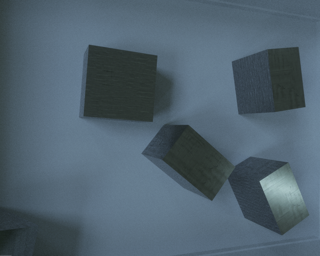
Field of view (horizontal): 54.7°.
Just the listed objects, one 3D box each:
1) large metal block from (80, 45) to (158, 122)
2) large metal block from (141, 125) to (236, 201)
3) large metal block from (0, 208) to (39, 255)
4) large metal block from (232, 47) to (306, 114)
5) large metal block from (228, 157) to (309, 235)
[{"bbox_3d":[-0.052,-0.050,0.378,0.081,0.050,0.080,4,89,-20],"label":"large metal block"},{"bbox_3d":[0.033,0.041,0.393,0.080,0.080,0.050,41,77,-16],"label":"large metal block"},{"bbox_3d":[-0.176,0.128,0.309,0.050,0.080,0.080,18,82,-58],"label":"large metal block"},{"bbox_3d":[0.150,-0.063,0.436,0.050,0.080,0.080,-9,93,-20],"label":"large metal block"},{"bbox_3d":[0.148,0.091,0.436,0.050,0.080,0.080,-27,99,-18],"label":"large metal block"}]
